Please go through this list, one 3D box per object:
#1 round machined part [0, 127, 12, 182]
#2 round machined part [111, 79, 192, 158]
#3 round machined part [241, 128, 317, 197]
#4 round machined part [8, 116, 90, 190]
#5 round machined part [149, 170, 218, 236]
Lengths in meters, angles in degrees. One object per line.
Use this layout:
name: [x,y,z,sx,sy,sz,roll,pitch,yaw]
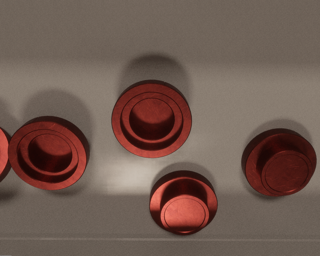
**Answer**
round machined part: [-0.240,0.032,0.385,0.099,0.042,0.098,2,75,-9]
round machined part: [-0.010,-0.014,0.397,0.099,0.042,0.097,0,110,-1]
round machined part: [0.166,0.053,0.424,0.099,0.042,0.097,0,110,-1]
round machined part: [-0.143,0.029,0.410,0.099,0.042,0.097,-1,111,-2]
round machined part: [0.034,0.114,0.445,0.099,0.042,0.097,0,110,-1]
